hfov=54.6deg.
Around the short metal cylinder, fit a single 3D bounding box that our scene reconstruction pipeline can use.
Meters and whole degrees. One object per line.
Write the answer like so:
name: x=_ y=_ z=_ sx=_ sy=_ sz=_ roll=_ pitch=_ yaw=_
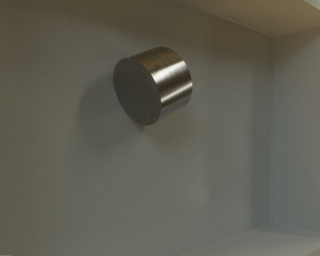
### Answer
short metal cylinder: x=-0.009 y=-0.049 z=0.362 sx=0.050 sy=0.080 sz=0.080 roll=-30 pitch=109 yaw=-36
